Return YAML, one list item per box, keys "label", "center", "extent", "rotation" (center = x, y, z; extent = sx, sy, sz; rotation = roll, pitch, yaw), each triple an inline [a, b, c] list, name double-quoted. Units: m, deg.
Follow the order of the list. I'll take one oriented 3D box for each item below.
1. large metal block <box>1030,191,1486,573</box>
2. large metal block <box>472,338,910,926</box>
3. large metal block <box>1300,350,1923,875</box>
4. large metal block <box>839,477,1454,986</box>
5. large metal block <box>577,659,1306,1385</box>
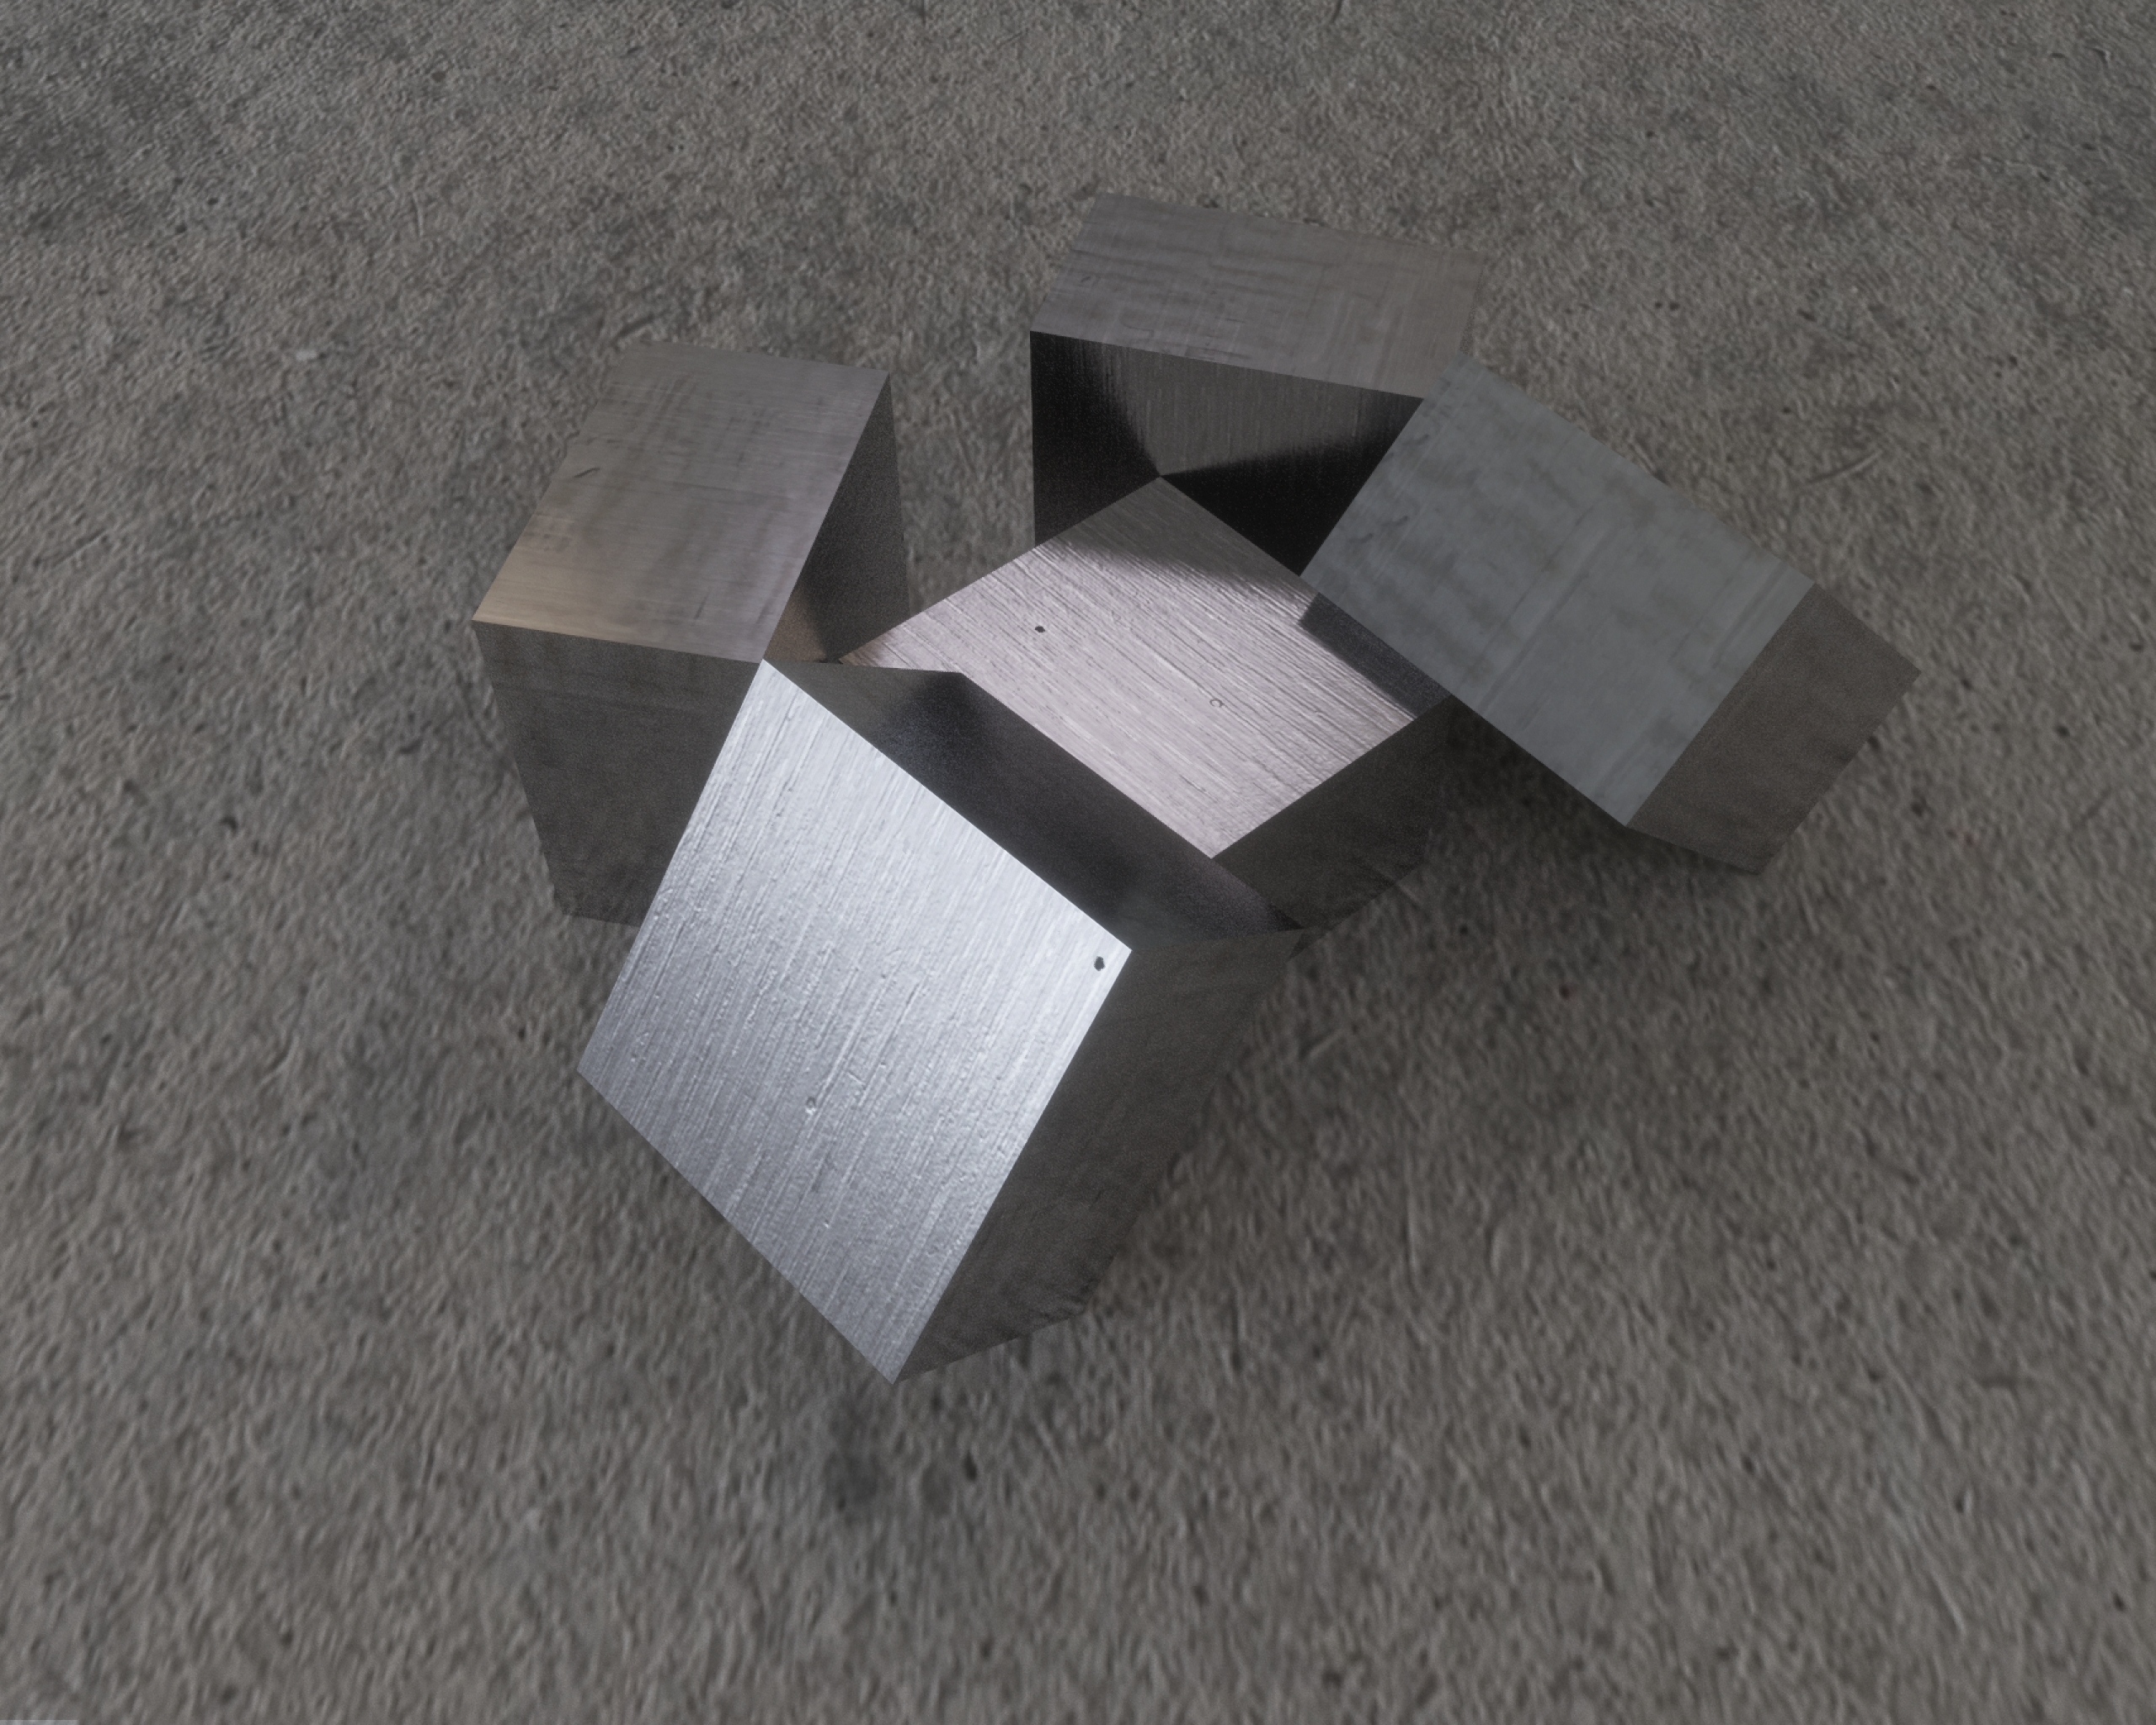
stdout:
- label: "large metal block"
  center: [0.036, -0.087, 0.441]
  extent: [0.080, 0.080, 0.050]
  rotation: [12, 51, 10]
- label: "large metal block"
  center: [-0.068, -0.041, 0.401]
  extent: [0.050, 0.080, 0.080]
  rotation: [9, 51, 8]
- label: "large metal block"
  center: [0.103, -0.045, 0.398]
  extent: [0.080, 0.050, 0.080]
  rotation: [43, 17, 30]
- label: "large metal block"
  center: [0.013, -0.019, 0.403]
  extent: [0.080, 0.050, 0.080]
  rotation: [-34, 58, -25]
- label: "large metal block"
  center: [-0.024, 0.023, 0.339]
  extent: [0.080, 0.080, 0.050]
  rotation: [38, 22, 27]
